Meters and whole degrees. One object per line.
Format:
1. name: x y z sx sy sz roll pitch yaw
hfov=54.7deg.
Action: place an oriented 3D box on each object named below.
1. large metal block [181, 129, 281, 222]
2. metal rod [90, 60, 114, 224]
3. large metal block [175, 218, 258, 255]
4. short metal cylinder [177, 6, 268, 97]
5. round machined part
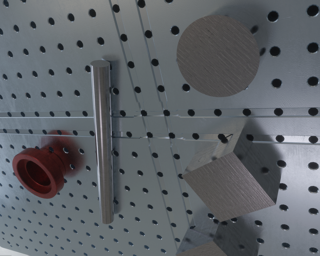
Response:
1. large metal block: 0.089 0.061 0.386 0.080 0.050 0.080 -34 100 38
2. metal rod: -0.086 0.041 0.481 0.025 0.025 0.298 17 125 18
3. large metal block: 0.085 0.190 0.467 0.080 0.050 0.080 47 129 -5
4. short metal cylinder: 0.064 -0.078 0.313 0.080 0.050 0.079 13 124 21
5. round machined part: -0.212 0.076 0.559 0.098 0.042 0.097 13 124 21
